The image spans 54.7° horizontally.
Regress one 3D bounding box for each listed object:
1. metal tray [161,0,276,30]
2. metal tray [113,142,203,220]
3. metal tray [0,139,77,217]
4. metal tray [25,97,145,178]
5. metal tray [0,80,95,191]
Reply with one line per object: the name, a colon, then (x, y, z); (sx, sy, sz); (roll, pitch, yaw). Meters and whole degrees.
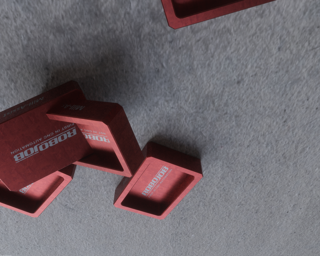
metal tray: (0.059, -0.151, 0.275); (0.131, 0.030, 0.090); (-13, 129, 10)
metal tray: (-0.006, 0.086, 0.476); (0.091, 0.030, 0.129); (21, 127, -18)
metal tray: (-0.198, 0.080, 0.468); (0.090, 0.030, 0.129); (30, 124, -24)
metal tray: (-0.092, 0.009, 0.373); (0.130, 0.030, 0.090); (8, 136, 29)
metal tray: (-0.141, 0.010, 0.374); (0.131, 0.030, 0.090); (-27, 127, -11)
